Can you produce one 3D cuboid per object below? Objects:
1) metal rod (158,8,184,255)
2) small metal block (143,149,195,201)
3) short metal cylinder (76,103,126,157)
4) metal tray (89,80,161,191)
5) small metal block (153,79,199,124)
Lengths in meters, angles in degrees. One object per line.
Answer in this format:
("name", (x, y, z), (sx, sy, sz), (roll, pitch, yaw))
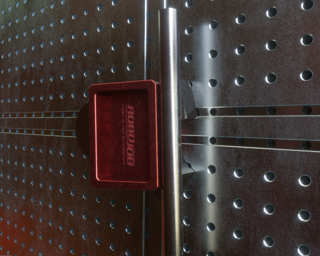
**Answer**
("metal rod", (0.013, 0.012, 0.364), (0.025, 0.025, 0.298), (-2, 89, 39))
("small metal block", (0.008, 0.059, 0.400), (0.050, 0.025, 0.050), (46, 117, 29))
("short metal cylinder", (-0.079, 0.002, 0.454), (0.080, 0.050, 0.079), (0, 90, 39))
("metal tray", (-0.041, 0.009, 0.386), (0.090, 0.030, 0.129), (-1, 89, 20))
("small metal block", (0.016, -0.029, 0.394), (0.050, 0.025, 0.050), (-19, 78, 38))
